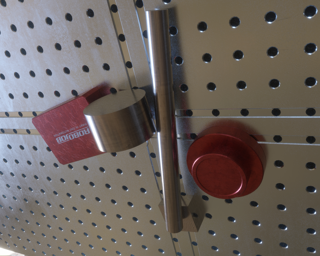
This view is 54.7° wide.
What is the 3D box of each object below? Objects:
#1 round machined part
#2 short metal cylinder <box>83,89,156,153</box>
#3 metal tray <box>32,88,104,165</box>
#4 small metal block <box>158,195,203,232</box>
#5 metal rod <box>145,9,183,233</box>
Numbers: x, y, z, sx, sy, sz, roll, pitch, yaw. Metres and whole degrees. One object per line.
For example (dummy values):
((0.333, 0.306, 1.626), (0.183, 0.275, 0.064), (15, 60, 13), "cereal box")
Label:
((0.079, 0.050, 0.389), (0.098, 0.042, 0.097), (13, 124, 20), "round machined part")
((-0.050, -0.011, 0.393), (0.080, 0.080, 0.050), (-3, 117, 29), "short metal cylinder")
((-0.126, 0.002, 0.473), (0.130, 0.030, 0.090), (-17, 110, 34), "metal tray")
((0.032, 0.130, 0.474), (0.050, 0.025, 0.050), (-7, 115, 31), "small metal block")
((0.009, 0.009, 0.393), (0.025, 0.025, 0.298), (6, 116, 24), "metal rod")
